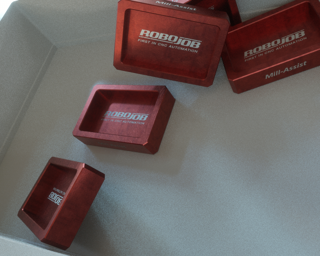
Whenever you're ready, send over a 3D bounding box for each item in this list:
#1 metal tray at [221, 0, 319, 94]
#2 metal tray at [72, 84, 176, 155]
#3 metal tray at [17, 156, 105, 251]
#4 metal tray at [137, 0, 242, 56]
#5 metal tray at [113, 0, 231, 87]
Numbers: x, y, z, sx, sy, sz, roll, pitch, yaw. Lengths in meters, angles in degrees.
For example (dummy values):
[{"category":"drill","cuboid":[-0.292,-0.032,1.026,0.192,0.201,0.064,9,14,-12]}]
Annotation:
[{"category":"metal tray","cuboid":[0.144,-0.105,0.391,0.130,0.030,0.090,-19,54,17]},{"category":"metal tray","cuboid":[-0.052,-0.016,0.439,0.130,0.030,0.090,6,64,30]},{"category":"metal tray","cuboid":[-0.127,0.085,0.384,0.130,0.030,0.090,-1,58,55]},{"category":"metal tray","cuboid":[0.041,-0.143,0.429,0.130,0.090,0.030,-25,53,13]},{"category":"metal tray","cuboid":[0.012,-0.108,0.387,0.131,0.089,0.030,11,37,0]}]
